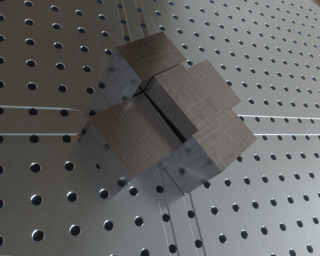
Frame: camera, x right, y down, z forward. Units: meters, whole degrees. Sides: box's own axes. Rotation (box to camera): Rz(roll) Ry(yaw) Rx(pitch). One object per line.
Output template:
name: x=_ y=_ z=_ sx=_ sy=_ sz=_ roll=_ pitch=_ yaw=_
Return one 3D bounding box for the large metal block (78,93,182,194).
large metal block: x=-0.034 y=0.016 z=0.365 sx=0.081 sy=0.050 sz=0.080 roll=-30 pitch=78 yaw=-38

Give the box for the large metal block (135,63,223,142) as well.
large metal block: x=0.018 y=-0.020 z=0.394 sx=0.050 sy=0.080 sz=0.080 roll=-33 pitch=80 yaw=-38

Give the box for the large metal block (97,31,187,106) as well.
large metal block: x=-0.024 y=-0.069 z=0.401 sx=0.081 sy=0.080 sz=0.050 roll=-32 pitch=79 yaw=-38

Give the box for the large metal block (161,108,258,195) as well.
large metal block: x=0.060 y=0.029 z=0.386 sx=0.081 sy=0.080 sz=0.050 roll=-32 pitch=80 yaw=-39

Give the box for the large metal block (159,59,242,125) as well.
large metal block: x=0.056 y=-0.042 z=0.446 sx=0.081 sy=0.050 sz=0.080 roll=-33 pitch=82 yaw=-38
